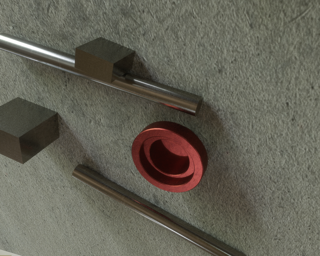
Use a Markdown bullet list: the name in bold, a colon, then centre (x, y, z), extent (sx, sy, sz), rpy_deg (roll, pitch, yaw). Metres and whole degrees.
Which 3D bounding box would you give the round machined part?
- **round machined part**: centre (0.016, 0.033, 0.407), extent (0.098, 0.042, 0.097), rpy_deg (13, 124, 20)

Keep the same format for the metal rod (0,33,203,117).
- **metal rod**: centre (-0.090, -0.075, 0.405), extent (0.301, 0.025, 0.025), rpy_deg (20, 126, 15)

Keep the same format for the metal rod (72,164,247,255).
- **metal rod**: centre (-0.008, 0.137, 0.494), extent (0.301, 0.025, 0.025), rpy_deg (26, 128, 11)

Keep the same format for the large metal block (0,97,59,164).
- **large metal block**: centre (-0.218, 0.001, 0.484), extent (0.080, 0.080, 0.050), rpy_deg (20, 126, 16)

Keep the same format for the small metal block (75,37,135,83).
- **small metal block**: centre (-0.066, -0.083, 0.372), extent (0.050, 0.050, 0.025), rpy_deg (25, 127, 12)
